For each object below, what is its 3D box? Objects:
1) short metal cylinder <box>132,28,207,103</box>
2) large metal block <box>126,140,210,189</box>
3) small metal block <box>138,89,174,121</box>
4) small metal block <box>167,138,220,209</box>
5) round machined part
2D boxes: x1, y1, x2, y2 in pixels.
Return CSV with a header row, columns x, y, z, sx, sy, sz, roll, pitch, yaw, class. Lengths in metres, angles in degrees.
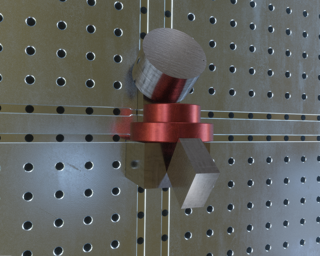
x,y,z,sx,sy,sz,roll,pitch,yaw,class
0.011,-0.077,0.386,0.081,0.050,0.080,10,57,-15,short metal cylinder
0.007,0.041,0.386,0.081,0.080,0.050,1,90,-20,large metal block
-0.002,-0.031,0.412,0.050,0.025,0.050,1,90,-21,small metal block
0.032,0.045,0.315,0.025,0.050,0.050,1,128,-21,small metal block
0.014,-0.006,0.369,0.099,0.098,0.042,1,90,-20,round machined part
